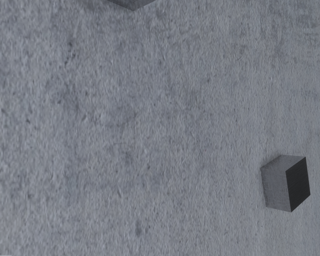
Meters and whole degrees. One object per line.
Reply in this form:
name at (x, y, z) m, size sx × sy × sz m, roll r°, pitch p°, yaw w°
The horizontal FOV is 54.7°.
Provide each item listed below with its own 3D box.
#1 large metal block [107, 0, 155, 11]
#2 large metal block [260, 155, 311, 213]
large metal block at (-0.045, -0.192, 0.352) m, size 0.081 × 0.050 × 0.080 m, roll 8°, pitch 85°, yaw -40°
large metal block at (0.242, 0.104, 0.596) m, size 0.081 × 0.050 × 0.079 m, roll -20°, pitch 103°, yaw -39°
